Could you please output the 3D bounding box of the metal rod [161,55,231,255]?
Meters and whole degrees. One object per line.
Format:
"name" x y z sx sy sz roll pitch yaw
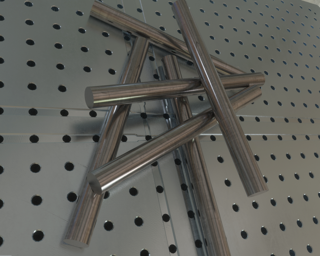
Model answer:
"metal rod" 0.043 0.027 0.413 0.025 0.025 0.299 2 61 -27

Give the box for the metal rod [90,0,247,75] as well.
"metal rod" 0.035 -0.128 0.504 0.302 0.025 0.025 21 54 -16

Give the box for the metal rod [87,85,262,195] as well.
"metal rod" 0.042 -0.001 0.396 0.302 0.025 0.025 -28 77 -37

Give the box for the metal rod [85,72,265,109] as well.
"metal rod" 0.043 -0.057 0.432 0.302 0.025 0.025 -11 67 -35

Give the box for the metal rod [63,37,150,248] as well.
"metal rod" -0.054 -0.009 0.383 0.025 0.025 0.300 23 53 -14

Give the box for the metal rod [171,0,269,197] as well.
"metal rod" 0.071 -0.056 0.413 0.025 0.025 0.299 -3 62 -30
